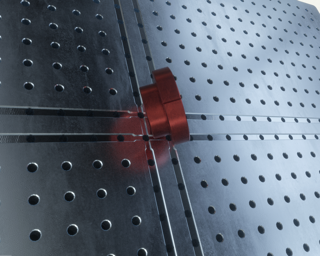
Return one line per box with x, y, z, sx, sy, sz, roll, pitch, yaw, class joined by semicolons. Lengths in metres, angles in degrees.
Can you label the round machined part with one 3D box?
0.003;-0.024;0.391;0.042;0.098;0.098;-16;67;-1;round machined part
